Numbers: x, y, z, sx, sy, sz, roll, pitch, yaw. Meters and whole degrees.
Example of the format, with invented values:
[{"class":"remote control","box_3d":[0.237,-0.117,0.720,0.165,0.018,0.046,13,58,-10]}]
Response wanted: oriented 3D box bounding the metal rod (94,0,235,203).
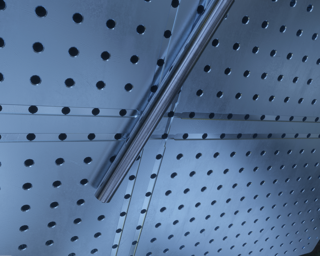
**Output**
[{"class":"metal rod","box_3d":[-0.002,-0.029,0.391,0.025,0.025,0.299,22,106,-36]}]
